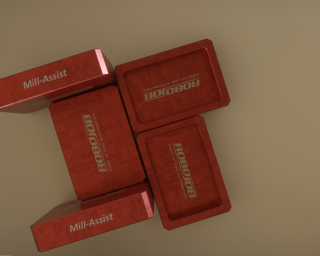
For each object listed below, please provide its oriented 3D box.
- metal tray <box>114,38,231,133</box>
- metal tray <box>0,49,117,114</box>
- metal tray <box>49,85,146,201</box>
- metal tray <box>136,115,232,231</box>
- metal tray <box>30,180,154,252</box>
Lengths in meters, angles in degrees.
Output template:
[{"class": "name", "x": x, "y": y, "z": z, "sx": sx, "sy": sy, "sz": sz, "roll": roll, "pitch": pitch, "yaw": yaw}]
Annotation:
[{"class": "metal tray", "x": 0.016, "y": -0.054, "z": 0.407, "sx": 0.131, "sy": 0.030, "sz": 0.090, "roll": -17, "pitch": 90, "yaw": -1}, {"class": "metal tray", "x": -0.123, "y": -0.052, "z": 0.374, "sx": 0.131, "sy": 0.090, "sz": 0.030, "roll": -18, "pitch": 90, "yaw": -1}, {"class": "metal tray", "x": -0.079, "y": 0.019, "z": 0.405, "sx": 0.090, "sy": 0.030, "sz": 0.129, "roll": -17, "pitch": 90, "yaw": -1}, {"class": "metal tray", "x": 0.030, "y": 0.057, "z": 0.408, "sx": 0.090, "sy": 0.030, "sz": 0.129, "roll": -17, "pitch": 90, "yaw": -1}, {"class": "metal tray", "x": -0.074, "y": 0.101, "z": 0.375, "sx": 0.131, "sy": 0.090, "sz": 0.030, "roll": -17, "pitch": 90, "yaw": -1}]
